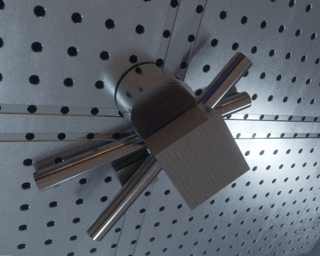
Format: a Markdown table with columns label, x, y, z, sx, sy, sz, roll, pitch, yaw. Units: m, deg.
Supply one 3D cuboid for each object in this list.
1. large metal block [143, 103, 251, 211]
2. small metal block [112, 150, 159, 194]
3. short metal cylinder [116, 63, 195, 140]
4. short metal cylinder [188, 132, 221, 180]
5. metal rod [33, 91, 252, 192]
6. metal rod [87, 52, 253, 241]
| label | x | y | z | sx | sy | sz | roll | pitch | yaw |
| --- | --- | --- | --- | --- | --- | --- | --- | --- | --- |
| large metal block | 0.041 | 0.030 | 0.350 | 0.080 | 0.050 | 0.080 | -34 | 112 | -5 |
| small metal block | -0.034 | 0.059 | 0.425 | 0.050 | 0.025 | 0.050 | -25 | 128 | -13 |
| short metal cylinder | -0.006 | -0.030 | 0.369 | 0.081 | 0.050 | 0.079 | -14 | 124 | -21 |
| short metal cylinder | 0.056 | 0.047 | 0.431 | 0.050 | 0.080 | 0.080 | -37 | 129 | -3 |
| metal rod | -0.010 | 0.011 | 0.408 | 0.302 | 0.025 | 0.025 | -21 | 127 | -16 |
| metal rod | 0.008 | 0.028 | 0.397 | 0.299 | 0.025 | 0.025 | -50 | 129 | 7 |
